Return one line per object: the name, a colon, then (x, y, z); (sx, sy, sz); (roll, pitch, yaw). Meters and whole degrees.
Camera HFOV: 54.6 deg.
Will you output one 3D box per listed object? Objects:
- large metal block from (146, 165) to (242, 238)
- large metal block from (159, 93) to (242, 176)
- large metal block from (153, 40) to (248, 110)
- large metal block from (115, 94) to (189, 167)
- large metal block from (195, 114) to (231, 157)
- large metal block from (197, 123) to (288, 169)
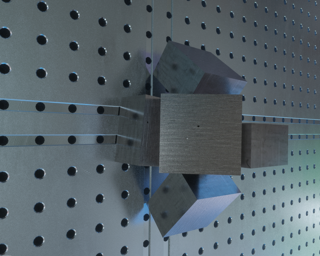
large metal block: (0.042, 0.091, 0.401); (0.081, 0.050, 0.080); (3, 133, -40)
large metal block: (0.042, 0.006, 0.332); (0.080, 0.050, 0.080); (1, 90, 5)
large metal block: (0.051, -0.066, 0.405); (0.081, 0.080, 0.050); (3, 127, -40)
large metal block: (-0.005, 0.006, 0.388); (0.081, 0.050, 0.080); (9, 85, -40)
large metal block: (0.061, 0.010, 0.442); (0.081, 0.050, 0.080); (4, 88, -40)
large metal block: (0.105, 0.020, 0.395); (0.081, 0.080, 0.050); (2, 89, -40)
